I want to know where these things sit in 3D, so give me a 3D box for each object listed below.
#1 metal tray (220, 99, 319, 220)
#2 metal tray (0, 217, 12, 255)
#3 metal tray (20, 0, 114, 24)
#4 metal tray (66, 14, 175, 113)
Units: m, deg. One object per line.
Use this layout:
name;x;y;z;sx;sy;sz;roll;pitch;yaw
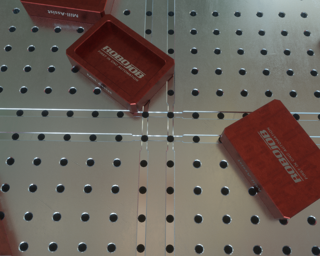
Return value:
metal tray;0.151;0.038;0.396;0.090;0.030;0.130;-29;73;-10
metal tray;-0.241;0.118;0.364;0.090;0.030;0.130;-24;72;-9
metal tray;-0.140;-0.215;0.486;0.131;0.030;0.090;9;70;3
metal tray;-0.055;-0.094;0.443;0.130;0.030;0.090;38;74;13
